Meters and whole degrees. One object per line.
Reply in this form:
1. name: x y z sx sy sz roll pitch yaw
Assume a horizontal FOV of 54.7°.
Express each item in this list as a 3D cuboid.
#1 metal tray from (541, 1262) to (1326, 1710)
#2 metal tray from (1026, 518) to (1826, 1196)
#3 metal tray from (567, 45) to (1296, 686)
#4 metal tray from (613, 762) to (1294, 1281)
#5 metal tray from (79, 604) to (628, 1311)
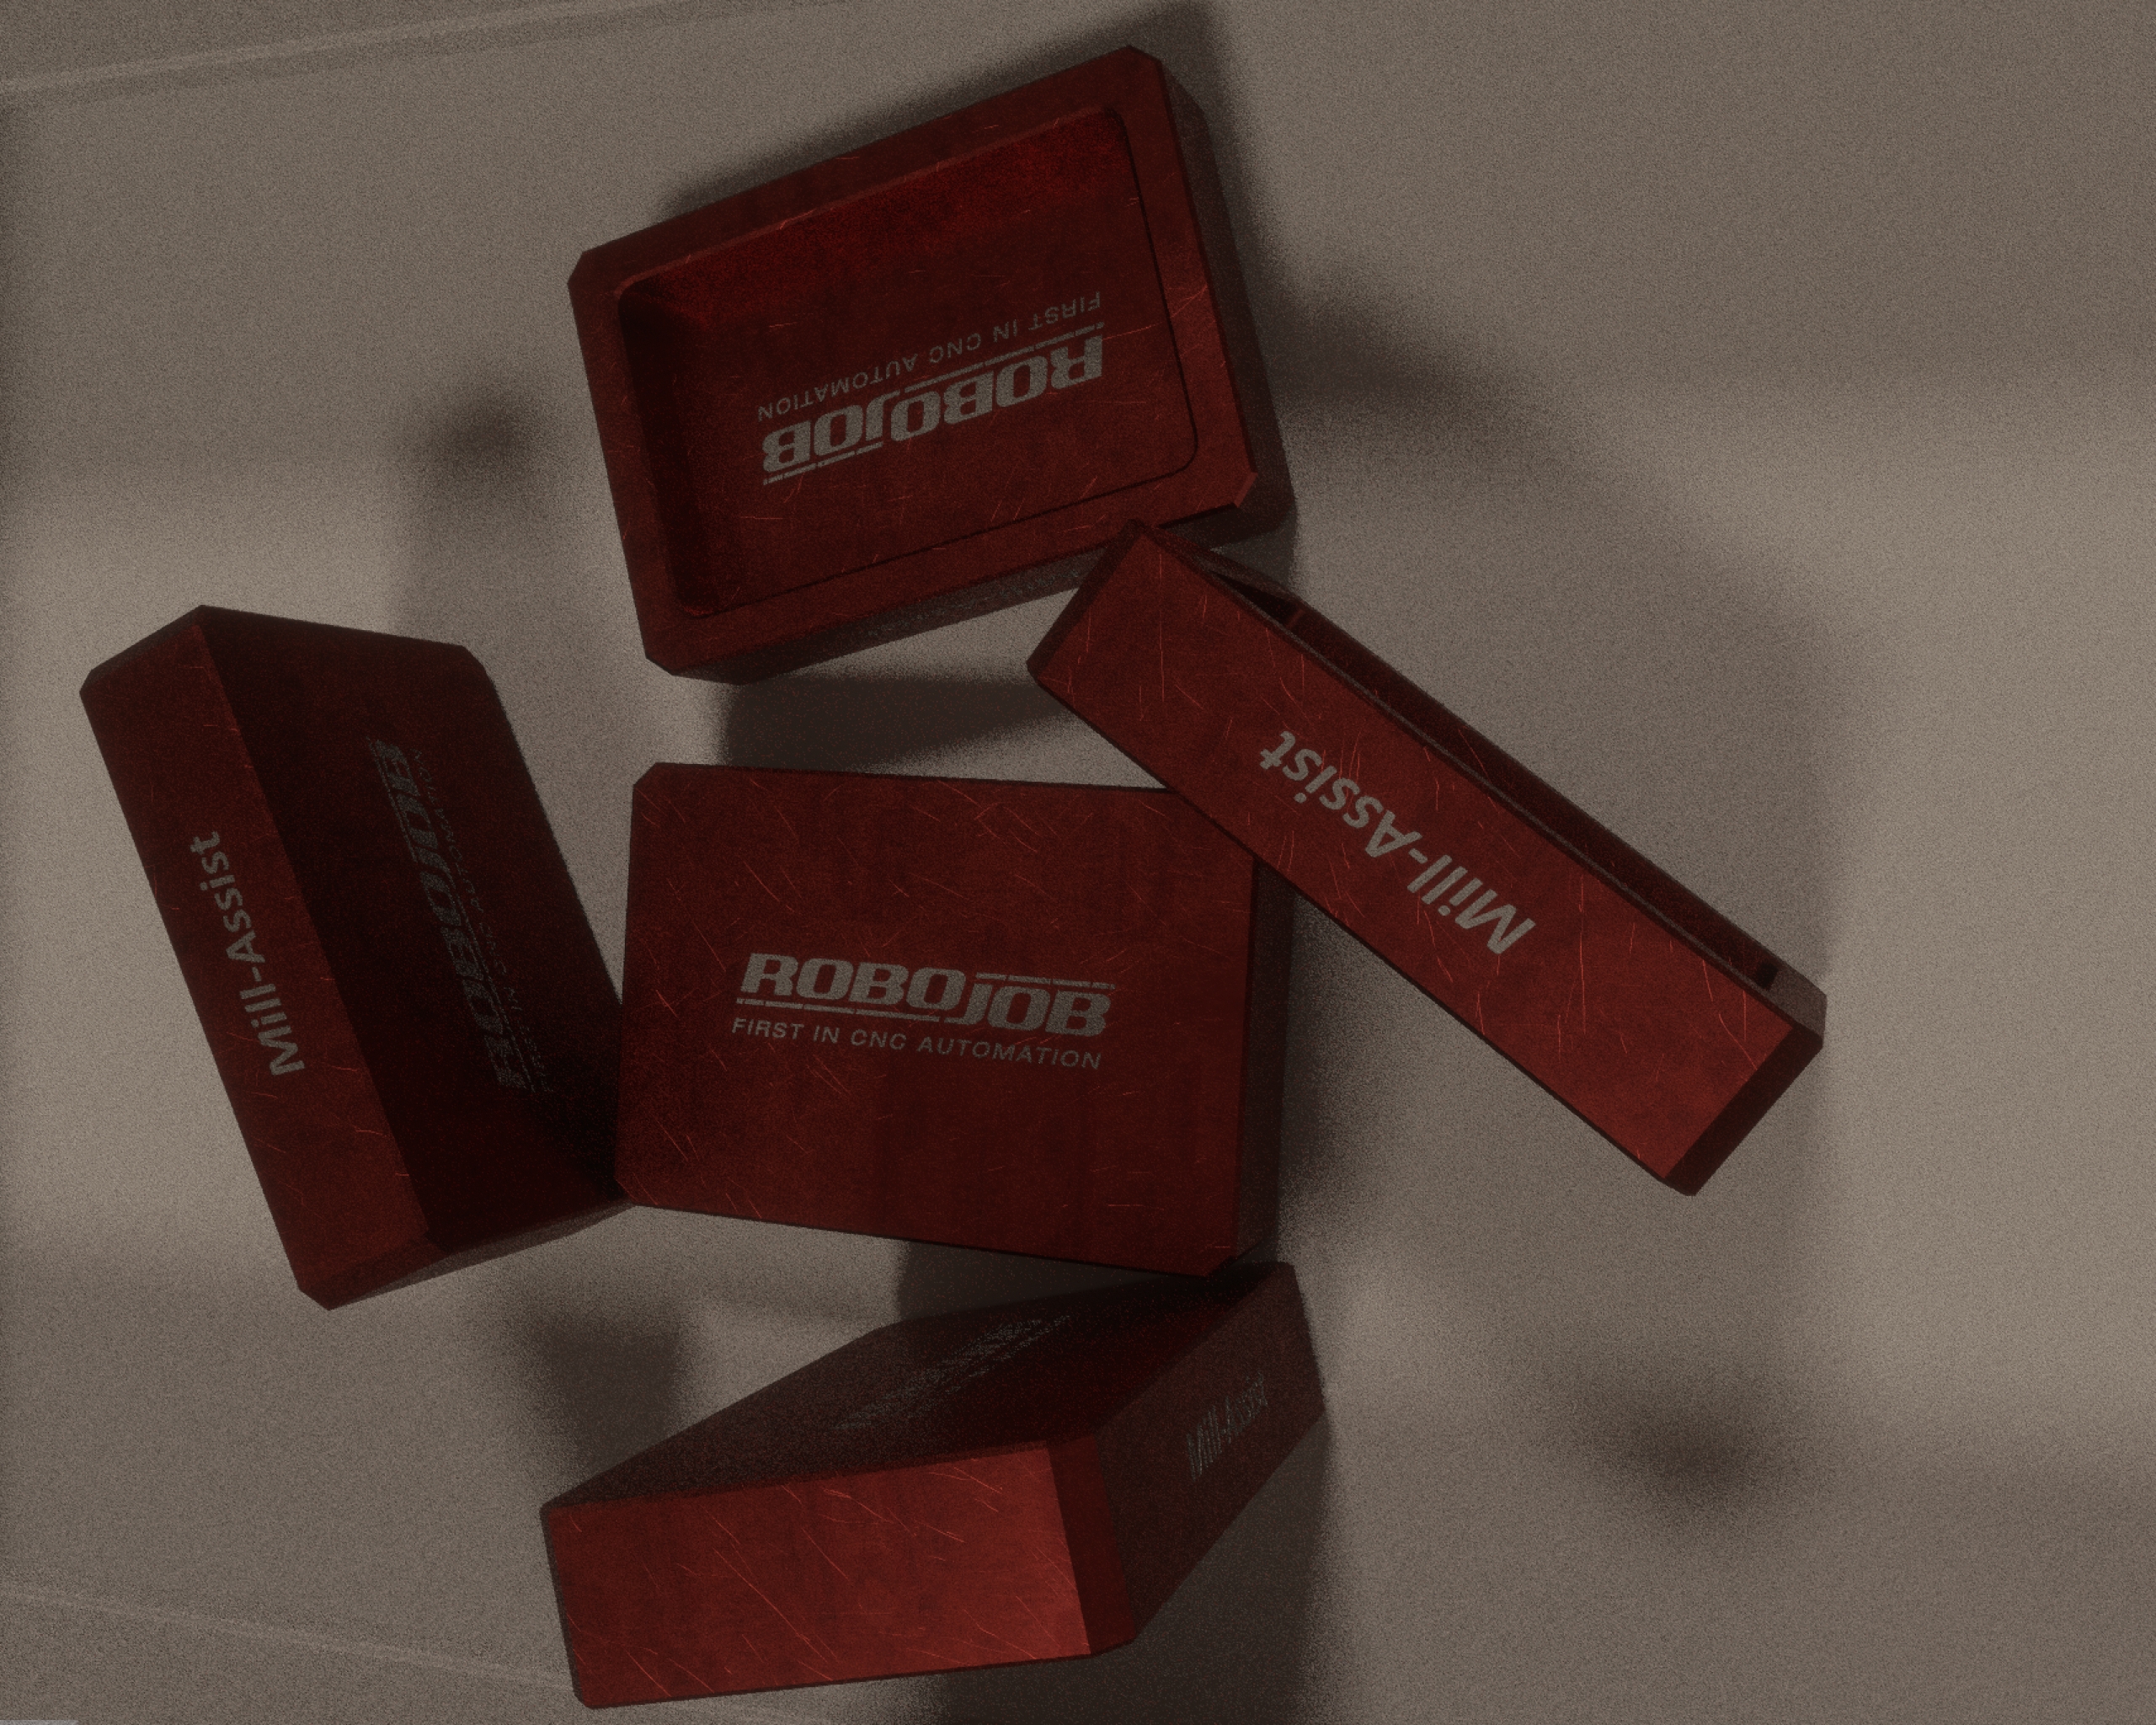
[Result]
1. metal tray: -0.017 0.101 0.357 0.090 0.130 0.030 -13 86 19
2. metal tray: 0.062 -0.004 0.351 0.130 0.090 0.030 40 103 15
3. metal tray: -0.031 -0.095 0.416 0.130 0.030 0.090 -14 85 19
4. metal tray: -0.026 0.028 0.413 0.130 0.030 0.089 4 91 19
5. metal tray: -0.136 0.017 0.420 0.030 0.090 0.129 -26 82 17
